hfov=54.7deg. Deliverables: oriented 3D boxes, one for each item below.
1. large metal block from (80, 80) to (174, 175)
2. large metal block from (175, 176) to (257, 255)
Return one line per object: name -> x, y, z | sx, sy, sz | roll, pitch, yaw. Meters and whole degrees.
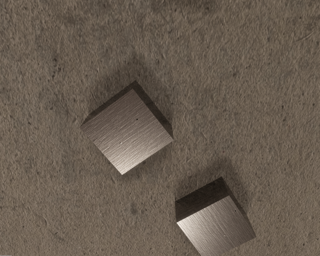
large metal block -> -0.040, -0.001, 0.395 | 0.080, 0.050, 0.080 | -35, 107, 11
large metal block -> 0.078, 0.131, 0.446 | 0.080, 0.050, 0.080 | -31, 108, 10
